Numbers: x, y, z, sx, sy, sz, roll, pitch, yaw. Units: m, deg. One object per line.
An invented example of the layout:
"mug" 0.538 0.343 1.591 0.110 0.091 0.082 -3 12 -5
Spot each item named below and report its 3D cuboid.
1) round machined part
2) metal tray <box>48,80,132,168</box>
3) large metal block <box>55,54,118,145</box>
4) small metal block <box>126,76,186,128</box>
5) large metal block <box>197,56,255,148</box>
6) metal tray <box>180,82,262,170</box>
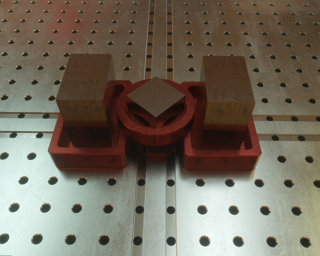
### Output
"round machined part" -0.005 -0.016 0.398 0.099 0.042 0.098 0 50 0
"metal tray" -0.085 -0.010 0.411 0.091 0.030 0.130 1 50 0
"large metal block" -0.084 -0.035 0.383 0.050 0.080 0.080 1 50 1
"small metal block" -0.005 -0.031 0.381 0.050 0.025 0.050 37 59 27
"large metal block" 0.076 -0.032 0.381 0.050 0.080 0.080 1 50 1
"metal tray" 0.074 -0.008 0.410 0.091 0.030 0.130 0 50 0
